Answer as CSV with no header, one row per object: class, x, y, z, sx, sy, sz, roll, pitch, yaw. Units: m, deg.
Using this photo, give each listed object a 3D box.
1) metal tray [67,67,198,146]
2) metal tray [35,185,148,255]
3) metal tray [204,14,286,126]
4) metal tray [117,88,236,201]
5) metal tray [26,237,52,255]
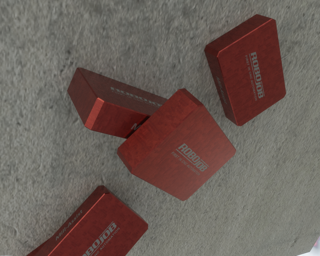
metal tray,-0.026,-0.018,0.340,0.131,0.090,0.030,16,110,-35
metal tray,-0.090,0.155,0.420,0.130,0.030,0.090,-48,117,-11
metal tray,0.122,-0.075,0.426,0.090,0.030,0.130,-33,129,-7
metal tray,0.025,0.026,0.334,0.090,0.030,0.130,-44,144,3
metal tray,-0.132,0.192,0.452,0.130,0.030,0.090,-37,130,-4
